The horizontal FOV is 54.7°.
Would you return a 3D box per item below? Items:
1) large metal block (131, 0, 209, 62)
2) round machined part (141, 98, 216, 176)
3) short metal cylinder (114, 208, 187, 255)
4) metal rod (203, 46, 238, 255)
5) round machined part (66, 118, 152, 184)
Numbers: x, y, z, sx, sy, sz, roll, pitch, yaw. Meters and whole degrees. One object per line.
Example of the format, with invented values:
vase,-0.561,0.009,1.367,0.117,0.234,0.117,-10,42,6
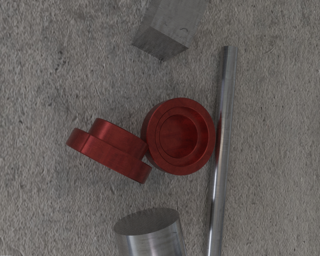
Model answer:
large metal block,0.013,-0.137,0.384,0.050,0.080,0.080,25,82,-19
round machined part,0.020,0.011,0.405,0.099,0.042,0.097,1,88,-25
short metal cylinder,-0.011,0.136,0.376,0.081,0.080,0.050,-12,95,-20
metal rod,0.087,0.034,0.441,0.025,0.025,0.298,6,88,-20
round machined part,-0.052,0.022,0.351,0.098,0.098,0.042,31,80,-18
